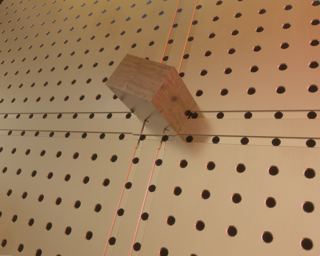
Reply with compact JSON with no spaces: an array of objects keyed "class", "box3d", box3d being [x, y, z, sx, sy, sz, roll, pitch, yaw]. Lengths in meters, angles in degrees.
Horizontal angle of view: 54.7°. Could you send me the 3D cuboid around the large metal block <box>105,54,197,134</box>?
[{"class":"large metal block","box3d":[-0.010,-0.044,0.404,0.080,0.080,0.050,24,75,36]}]
